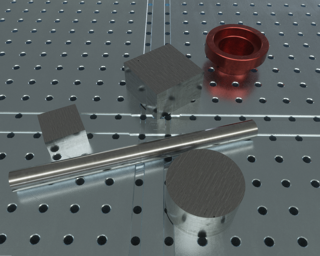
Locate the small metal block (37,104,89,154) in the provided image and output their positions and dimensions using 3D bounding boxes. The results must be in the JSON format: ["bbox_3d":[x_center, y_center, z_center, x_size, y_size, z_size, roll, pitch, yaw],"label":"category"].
[{"bbox_3d":[-0.127,0.000,0.406,0.050,0.025,0.050,-19,53,-16],"label":"small metal block"}]

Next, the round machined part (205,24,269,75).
[{"bbox_3d":[0.122,-0.124,0.502,0.099,0.042,0.098,0,50,0],"label":"round machined part"}]

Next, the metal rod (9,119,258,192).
[{"bbox_3d":[-0.023,0.031,0.381,0.302,0.025,0.025,-12,51,-10],"label":"metal rod"}]

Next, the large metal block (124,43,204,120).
[{"bbox_3d":[0.005,-0.069,0.450,0.081,0.050,0.080,-29,56,-23],"label":"large metal block"}]

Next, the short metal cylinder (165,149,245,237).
[{"bbox_3d":[0.046,0.069,0.334,0.081,0.050,0.080,0,50,0],"label":"short metal cylinder"}]
